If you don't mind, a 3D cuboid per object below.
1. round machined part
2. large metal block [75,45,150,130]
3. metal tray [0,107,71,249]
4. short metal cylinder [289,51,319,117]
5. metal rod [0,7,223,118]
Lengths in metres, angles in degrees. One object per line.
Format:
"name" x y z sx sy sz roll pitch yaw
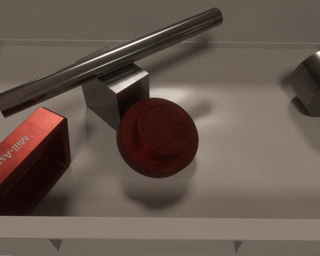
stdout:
"round machined part" 0.001 0.007 0.366 0.099 0.042 0.098 8 65 -16
"large metal block" -0.060 -0.049 0.409 0.050 0.080 0.080 -37 59 -27
"metal tray" -0.142 0.051 0.309 0.030 0.089 0.130 25 50 9
"short metal cylinder" 0.228 -0.060 0.423 0.081 0.080 0.050 -10 51 -9
"metal rod" -0.043 -0.088 0.374 0.302 0.025 0.025 -29 56 -23
